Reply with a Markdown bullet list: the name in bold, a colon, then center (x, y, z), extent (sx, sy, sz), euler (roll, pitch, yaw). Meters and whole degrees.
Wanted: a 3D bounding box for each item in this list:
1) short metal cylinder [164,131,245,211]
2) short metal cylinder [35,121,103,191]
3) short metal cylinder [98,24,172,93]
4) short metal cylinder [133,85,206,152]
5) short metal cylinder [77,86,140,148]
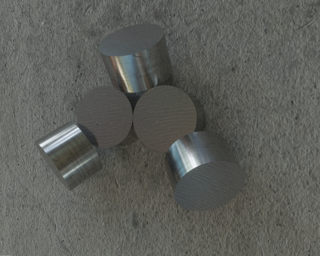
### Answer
- **short metal cylinder**: center (0.050, 0.050, 0.357), extent (0.080, 0.080, 0.050), euler (-39, 36, 16)
- **short metal cylinder**: center (-0.123, 0.038, 0.418), extent (0.050, 0.080, 0.080), euler (-36, 75, -24)
- **short metal cylinder**: center (-0.029, -0.088, 0.385), extent (0.080, 0.080, 0.050), euler (2, 133, 20)
- **short metal cylinder**: center (0.013, -0.011, 0.392), extent (0.080, 0.050, 0.080), euler (0, 90, 20)
- **short metal cylinder**: center (-0.063, -0.014, 0.419), extent (0.080, 0.050, 0.080), euler (0, 90, 20)
